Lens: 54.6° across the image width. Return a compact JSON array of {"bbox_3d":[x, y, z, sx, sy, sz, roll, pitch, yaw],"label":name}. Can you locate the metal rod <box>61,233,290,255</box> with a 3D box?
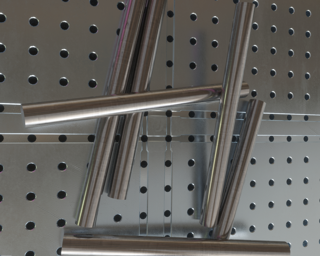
[{"bbox_3d":[0.030,0.156,0.404,0.302,0.025,0.025,7,88,-13],"label":"metal rod"}]

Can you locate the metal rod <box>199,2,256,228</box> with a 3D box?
[{"bbox_3d":[0.089,-0.011,0.417,0.025,0.025,0.298,5,99,-20],"label":"metal rod"}]

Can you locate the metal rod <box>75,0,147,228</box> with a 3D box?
[{"bbox_3d":[-0.060,-0.028,0.390,0.025,0.025,0.299,14,85,-20],"label":"metal rod"}]

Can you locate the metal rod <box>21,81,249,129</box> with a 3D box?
[{"bbox_3d":[-0.007,-0.034,0.384,0.302,0.025,0.025,-10,94,-29],"label":"metal rod"}]

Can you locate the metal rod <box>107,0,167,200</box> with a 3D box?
[{"bbox_3d":[-0.025,-0.058,0.402,0.025,0.025,0.299,13,86,-20],"label":"metal rod"}]

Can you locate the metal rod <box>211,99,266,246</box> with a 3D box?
[{"bbox_3d":[0.103,0.103,0.450,0.025,0.025,0.299,19,84,-19],"label":"metal rod"}]
